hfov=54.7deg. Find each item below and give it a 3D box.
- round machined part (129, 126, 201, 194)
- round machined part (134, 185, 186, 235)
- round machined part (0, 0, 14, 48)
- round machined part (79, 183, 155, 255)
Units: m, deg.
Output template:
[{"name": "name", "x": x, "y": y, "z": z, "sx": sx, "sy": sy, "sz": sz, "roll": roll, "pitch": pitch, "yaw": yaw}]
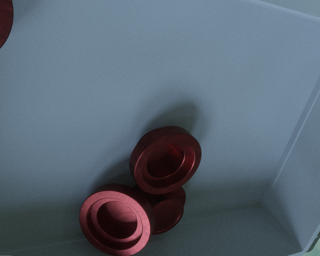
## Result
[{"name": "round machined part", "x": 0.004, "y": 0.039, "z": 0.424, "sx": 0.099, "sy": 0.042, "sz": 0.097, "roll": -14, "pitch": 124, "yaw": -21}, {"name": "round machined part", "x": -0.003, "y": 0.123, "z": 0.472, "sx": 0.099, "sy": 0.042, "sz": 0.097, "roll": -14, "pitch": 124, "yaw": -21}, {"name": "round machined part", "x": -0.170, "y": -0.100, "z": 0.242, "sx": 0.099, "sy": 0.042, "sz": 0.097, "roll": -14, "pitch": 124, "yaw": -21}, {"name": "round machined part", "x": -0.055, "y": 0.119, "z": 0.420, "sx": 0.098, "sy": 0.042, "sz": 0.097, "roll": 3, "pitch": 106, "yaw": 12}]
